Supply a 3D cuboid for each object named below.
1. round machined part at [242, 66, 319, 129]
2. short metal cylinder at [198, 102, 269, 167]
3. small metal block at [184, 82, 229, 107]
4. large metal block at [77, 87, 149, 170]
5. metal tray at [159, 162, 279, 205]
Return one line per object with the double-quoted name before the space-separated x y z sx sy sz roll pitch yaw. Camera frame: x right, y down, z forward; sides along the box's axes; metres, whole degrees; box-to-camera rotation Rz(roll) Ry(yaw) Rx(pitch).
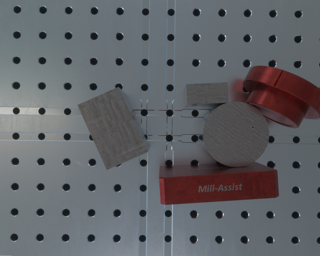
"round machined part" 0.145 -0.033 0.378 0.098 0.098 0.042 28 90 0
"short metal cylinder" 0.093 0.007 0.402 0.081 0.050 0.079 0 90 0
"small metal block" 0.058 -0.042 0.401 0.050 0.050 0.025 -3 90 0
"large metal block" -0.053 0.000 0.385 0.050 0.080 0.080 -24 90 0
"metal tray" 0.065 0.065 0.381 0.131 0.090 0.030 -4 90 0
